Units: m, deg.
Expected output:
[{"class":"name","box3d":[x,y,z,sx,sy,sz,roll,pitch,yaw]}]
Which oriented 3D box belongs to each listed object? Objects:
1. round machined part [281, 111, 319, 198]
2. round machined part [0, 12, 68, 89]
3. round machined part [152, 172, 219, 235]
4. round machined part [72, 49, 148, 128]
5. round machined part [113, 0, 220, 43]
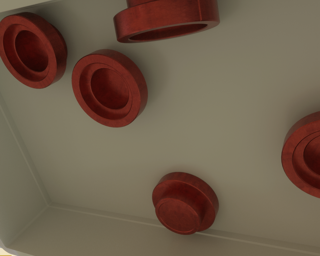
[{"class":"round machined part","box3d":[0.179,0.024,0.318,0.098,0.042,0.097,13,124,20]},{"class":"round machined part","box3d":[-0.166,-0.106,0.417,0.098,0.042,0.097,13,124,20]},{"class":"round machined part","box3d":[0.032,0.116,0.451,0.098,0.042,0.097,13,124,20]},{"class":"round machined part","box3d":[-0.059,-0.053,0.395,0.098,0.042,0.097,13,124,20]},{"class":"round machined part","box3d":[0.004,-0.111,0.292,0.098,0.099,0.042,-4,101,30]}]
